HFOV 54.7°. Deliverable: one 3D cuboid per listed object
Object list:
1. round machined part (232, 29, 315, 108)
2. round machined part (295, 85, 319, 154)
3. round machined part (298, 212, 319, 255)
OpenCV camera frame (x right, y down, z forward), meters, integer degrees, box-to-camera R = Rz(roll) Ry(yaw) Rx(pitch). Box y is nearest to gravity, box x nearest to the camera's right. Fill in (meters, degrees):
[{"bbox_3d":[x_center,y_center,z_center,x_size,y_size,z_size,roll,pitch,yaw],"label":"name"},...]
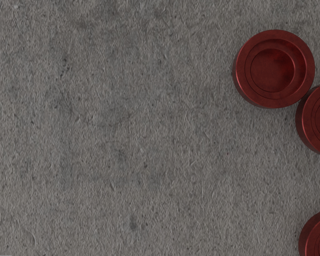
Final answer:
[{"bbox_3d":[0.143,-0.073,0.402,0.099,0.042,0.097,0,90,0],"label":"round machined part"},{"bbox_3d":[0.224,-0.011,0.403,0.099,0.042,0.097,0,90,0],"label":"round machined part"},{"bbox_3d":[0.229,0.153,0.403,0.099,0.042,0.097,0,90,0],"label":"round machined part"}]
